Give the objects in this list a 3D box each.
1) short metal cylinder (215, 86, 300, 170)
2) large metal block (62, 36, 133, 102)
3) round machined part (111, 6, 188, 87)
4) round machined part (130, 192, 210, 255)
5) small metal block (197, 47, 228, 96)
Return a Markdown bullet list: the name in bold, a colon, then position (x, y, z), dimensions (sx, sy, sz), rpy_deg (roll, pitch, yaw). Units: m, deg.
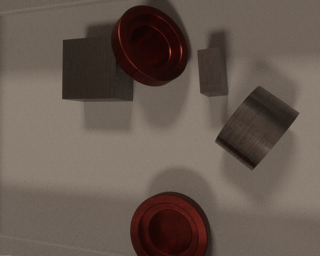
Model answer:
- **short metal cylinder**: position (0.107, 0.000, 0.344), dimensions (0.050, 0.080, 0.080), rpy_deg (39, 102, 15)
- **large metal block**: position (-0.084, -0.078, 0.425), dimensions (0.080, 0.050, 0.079), rpy_deg (1, 91, 20)
- **round machined part**: position (-0.016, -0.097, 0.387), dimensions (0.042, 0.099, 0.098), rpy_deg (-23, 81, 53)
- **round machined part**: position (0.016, 0.130, 0.394), dimensions (0.098, 0.042, 0.097), rpy_deg (-1, 88, 19)
- **small metal block**: position (0.065, -0.066, 0.374), dimensions (0.025, 0.050, 0.050), rpy_deg (-4, 89, 20)
